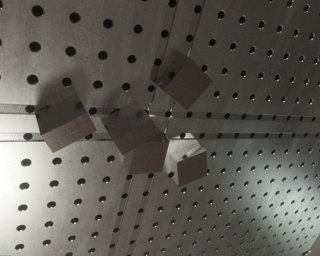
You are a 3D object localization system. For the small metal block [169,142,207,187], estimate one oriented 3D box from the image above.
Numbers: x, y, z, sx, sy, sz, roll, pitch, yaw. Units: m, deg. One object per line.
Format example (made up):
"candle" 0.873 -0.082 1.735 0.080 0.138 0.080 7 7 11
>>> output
"small metal block" 0.044 0.056 0.472 0.050 0.025 0.050 -19 126 -18

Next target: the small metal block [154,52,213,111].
"small metal block" 0.031 -0.058 0.393 0.050 0.025 0.050 -49 129 6

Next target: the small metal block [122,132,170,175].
"small metal block" -0.020 0.034 0.423 0.050 0.025 0.050 -2 119 -28

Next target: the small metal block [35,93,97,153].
"small metal block" -0.103 -0.007 0.336 0.050 0.050 0.025 -28 128 -11

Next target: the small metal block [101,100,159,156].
"small metal block" -0.037 -0.002 0.375 0.050 0.050 0.025 -32 129 -8
